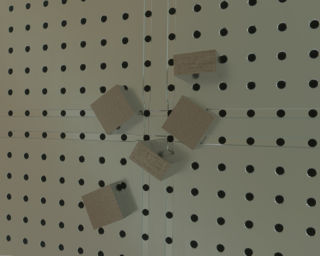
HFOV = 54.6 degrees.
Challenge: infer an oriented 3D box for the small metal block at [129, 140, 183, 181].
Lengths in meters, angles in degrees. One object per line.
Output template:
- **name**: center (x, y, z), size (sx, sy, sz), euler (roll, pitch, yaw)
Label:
- **small metal block**: center (-0.004, 0.040, 0.401), size (0.050, 0.050, 0.025), euler (34, 101, 17)

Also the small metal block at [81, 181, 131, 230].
- **small metal block**: center (-0.076, 0.110, 0.440), size (0.050, 0.025, 0.050), euler (-25, 82, 18)

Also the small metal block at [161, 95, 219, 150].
- **small metal block**: center (0.039, -0.007, 0.399), size (0.050, 0.025, 0.050), euler (36, 101, 16)

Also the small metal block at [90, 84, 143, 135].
- **small metal block**: center (-0.061, -0.025, 0.435), size (0.050, 0.025, 0.050), euler (-35, 79, 16)

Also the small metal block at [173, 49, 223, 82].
- **small metal block**: center (0.048, -0.076, 0.382), size (0.050, 0.050, 0.025), euler (-3, 89, 20)
